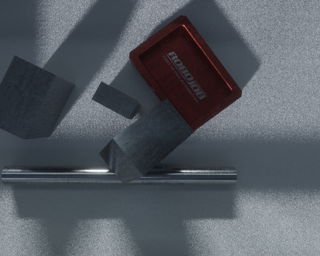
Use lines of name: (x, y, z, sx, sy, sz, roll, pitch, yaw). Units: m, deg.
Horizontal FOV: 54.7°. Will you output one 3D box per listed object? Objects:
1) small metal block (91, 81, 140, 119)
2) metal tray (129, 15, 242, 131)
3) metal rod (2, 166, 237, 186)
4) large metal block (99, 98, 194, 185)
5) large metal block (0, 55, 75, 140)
small metal block: (-0.055, -0.034, 0.398, 0.050, 0.050, 0.025, 28, 90, -1)
metal tray: (0.033, -0.068, 0.409, 0.090, 0.030, 0.130, -37, 90, -1)
metal rod: (-0.052, 0.063, 0.410, 0.302, 0.025, 0.025, 0, 90, -1)
large metal block: (-0.019, 0.018, 0.370, 0.080, 0.080, 0.050, -39, 91, -27)
large metal block: (-0.156, -0.034, 0.382, 0.050, 0.080, 0.080, 26, 90, -1)
